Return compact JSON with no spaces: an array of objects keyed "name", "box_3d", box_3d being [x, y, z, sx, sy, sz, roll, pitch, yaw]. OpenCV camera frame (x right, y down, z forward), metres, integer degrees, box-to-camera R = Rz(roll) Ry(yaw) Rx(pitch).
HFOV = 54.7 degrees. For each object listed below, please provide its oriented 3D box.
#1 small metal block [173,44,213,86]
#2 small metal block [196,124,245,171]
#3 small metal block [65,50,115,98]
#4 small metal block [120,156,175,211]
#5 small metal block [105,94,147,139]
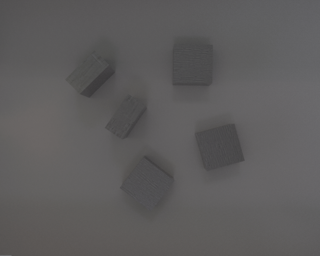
[{"name":"small metal block","box_3d":[0.043,-0.083,0.411,0.050,0.025,0.050,1,90,0]},{"name":"small metal block","box_3d":[0.079,0.025,0.412,0.050,0.025,0.050,-15,90,0]},{"name":"small metal block","box_3d":[-0.088,-0.067,0.398,0.050,0.050,0.025,-45,90,0]},{"name":"small metal block","box_3d":[-0.017,0.073,0.411,0.050,0.025,0.050,38,90,0]},{"name":"small metal block","box_3d":[-0.042,-0.014,0.398,0.025,0.050,0.050,34,90,0]}]
